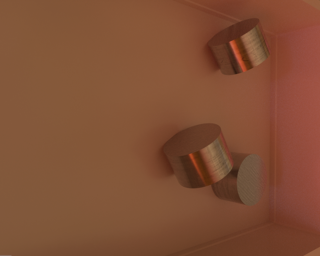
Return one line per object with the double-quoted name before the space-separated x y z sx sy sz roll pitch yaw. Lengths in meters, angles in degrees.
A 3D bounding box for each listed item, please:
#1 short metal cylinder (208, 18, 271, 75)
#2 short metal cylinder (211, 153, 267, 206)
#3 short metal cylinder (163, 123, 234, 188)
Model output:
"short metal cylinder" 0.120 -0.124 0.471 0.080 0.080 0.050 -46 118 -30
"short metal cylinder" 0.127 0.080 0.497 0.081 0.050 0.080 0 90 -40
"short metal cylinder" 0.051 0.035 0.414 0.080 0.080 0.050 -38 114 -33
